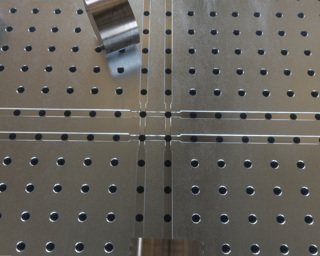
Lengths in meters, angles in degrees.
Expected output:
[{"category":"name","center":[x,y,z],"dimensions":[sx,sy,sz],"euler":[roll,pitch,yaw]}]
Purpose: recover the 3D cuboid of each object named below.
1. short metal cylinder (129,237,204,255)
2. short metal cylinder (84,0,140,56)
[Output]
[{"category":"short metal cylinder","center":[0.007,0.145,0.330],"dimensions":[0.081,0.080,0.050],"euler":[2,70,0]},{"category":"short metal cylinder","center":[-0.068,-0.149,0.436],"dimensions":[0.050,0.080,0.080],"euler":[-24,72,-9]}]
